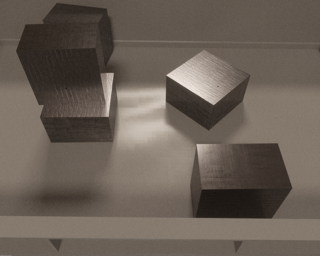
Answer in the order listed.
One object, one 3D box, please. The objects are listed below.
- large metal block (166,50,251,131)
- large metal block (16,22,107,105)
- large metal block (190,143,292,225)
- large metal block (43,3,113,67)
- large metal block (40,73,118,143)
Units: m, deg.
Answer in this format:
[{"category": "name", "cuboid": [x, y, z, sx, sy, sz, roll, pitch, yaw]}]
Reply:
[{"category": "large metal block", "cuboid": [0.065, -0.055, 0.436, 0.080, 0.050, 0.080, 37, 59, 26]}, {"category": "large metal block", "cuboid": [-0.109, -0.075, 0.366, 0.081, 0.080, 0.050, -3, 50, -3]}, {"category": "large metal block", "cuboid": [0.077, 0.060, 0.320, 0.081, 0.080, 0.050, -1, 50, -1]}, {"category": "large metal block", "cuboid": [-0.125, -0.143, 0.488, 0.080, 0.080, 0.050, 9, 51, 7]}, {"category": "large metal block", "cuboid": [-0.102, -0.028, 0.411, 0.081, 0.050, 0.080, 0, 50, -1]}]
